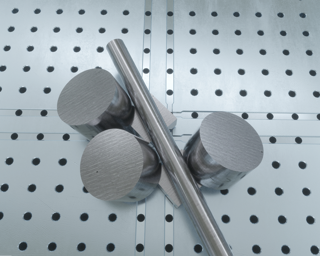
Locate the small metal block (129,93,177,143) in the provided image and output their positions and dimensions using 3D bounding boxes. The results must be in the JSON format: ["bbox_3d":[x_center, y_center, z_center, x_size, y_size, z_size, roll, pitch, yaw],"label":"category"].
[{"bbox_3d":[-0.013,-0.009,0.411,0.050,0.025,0.050,-41,75,-14],"label":"small metal block"}]

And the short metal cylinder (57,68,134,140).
[{"bbox_3d":[-0.080,-0.028,0.389,0.080,0.050,0.080,-10,60,18],"label":"short metal cylinder"}]

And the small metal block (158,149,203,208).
[{"bbox_3d":[0.024,0.063,0.385,0.050,0.025,0.050,-38,75,-13],"label":"small metal block"}]

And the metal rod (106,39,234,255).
[{"bbox_3d":[0.003,0.014,0.376,0.025,0.025,0.299,-24,72,-9],"label":"metal rod"}]

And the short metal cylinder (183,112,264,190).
[{"bbox_3d":[0.074,0.027,0.372,0.081,0.050,0.080,11,53,-15],"label":"short metal cylinder"}]

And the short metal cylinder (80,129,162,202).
[{"bbox_3d":[-0.045,0.045,0.363,0.080,0.050,0.080,-6,73,21],"label":"short metal cylinder"}]
